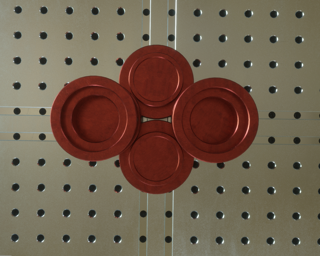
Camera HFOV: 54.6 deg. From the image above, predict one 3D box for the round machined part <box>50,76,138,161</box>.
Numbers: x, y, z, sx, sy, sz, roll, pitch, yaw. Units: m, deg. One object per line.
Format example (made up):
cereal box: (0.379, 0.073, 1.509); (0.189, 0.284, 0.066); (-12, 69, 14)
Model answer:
round machined part: (-0.075, -0.011, 0.372); (0.099, 0.042, 0.097); (0, 90, 0)

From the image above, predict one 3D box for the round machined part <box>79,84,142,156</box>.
round machined part: (-0.073, -0.011, 0.404); (0.099, 0.042, 0.097); (0, 90, 0)

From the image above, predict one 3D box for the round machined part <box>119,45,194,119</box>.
round machined part: (-0.005, -0.060, 0.404); (0.099, 0.042, 0.097); (0, 90, 0)

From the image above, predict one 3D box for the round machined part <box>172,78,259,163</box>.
round machined part: (0.063, -0.009, 0.373); (0.099, 0.042, 0.097); (0, 90, 0)

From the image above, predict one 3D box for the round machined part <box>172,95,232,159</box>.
round machined part: (0.063, -0.010, 0.405); (0.099, 0.042, 0.097); (0, 90, 0)

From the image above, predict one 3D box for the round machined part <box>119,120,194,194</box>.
round machined part: (-0.005, 0.038, 0.404); (0.099, 0.042, 0.097); (0, 90, 0)
